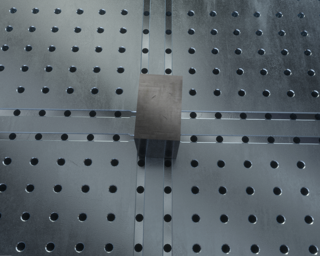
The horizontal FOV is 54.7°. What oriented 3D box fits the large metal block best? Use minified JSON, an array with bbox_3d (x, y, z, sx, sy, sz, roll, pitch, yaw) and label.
[{"bbox_3d":[-0.001,-0.012,0.386,0.050,0.080,0.080,3,70,1],"label":"large metal block"}]
